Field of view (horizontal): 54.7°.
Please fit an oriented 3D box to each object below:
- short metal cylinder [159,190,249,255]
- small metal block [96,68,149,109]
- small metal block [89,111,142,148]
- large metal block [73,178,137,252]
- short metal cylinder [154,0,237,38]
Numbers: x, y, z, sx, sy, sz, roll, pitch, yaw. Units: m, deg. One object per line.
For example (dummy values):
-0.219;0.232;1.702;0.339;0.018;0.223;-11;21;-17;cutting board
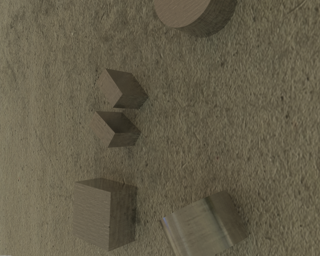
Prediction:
0.046;0.106;0.330;0.080;0.081;0.050;-38;67;33;short metal cylinder
-0.052;-0.053;0.429;0.025;0.050;0.050;-50;61;28;small metal block
-0.063;0.001;0.439;0.050;0.050;0.025;44;117;30;small metal block
-0.081;0.122;0.453;0.080;0.050;0.079;5;93;39;large metal block
0.040;-0.149;0.354;0.080;0.050;0.079;0;90;39;short metal cylinder
